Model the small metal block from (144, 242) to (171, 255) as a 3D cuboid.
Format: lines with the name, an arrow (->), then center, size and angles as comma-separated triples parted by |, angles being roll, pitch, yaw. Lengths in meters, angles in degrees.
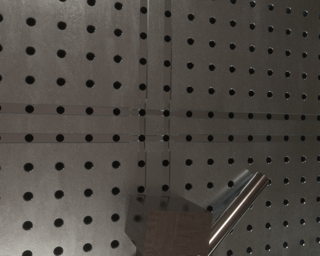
small metal block -> -0.001, 0.192, 0.414 | 0.050, 0.025, 0.050 | -42, 104, -15

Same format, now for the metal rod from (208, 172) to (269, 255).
metal rod -> 0.053, 0.168, 0.411 | 0.301, 0.025, 0.025 | -42, 104, -24

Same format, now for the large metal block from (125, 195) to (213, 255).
large metal block -> 0.008, 0.119, 0.388 | 0.081, 0.080, 0.050 | 9, 87, -20
